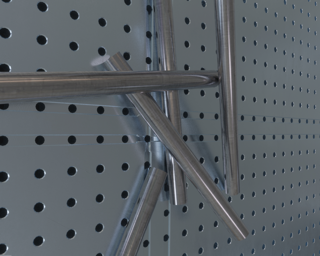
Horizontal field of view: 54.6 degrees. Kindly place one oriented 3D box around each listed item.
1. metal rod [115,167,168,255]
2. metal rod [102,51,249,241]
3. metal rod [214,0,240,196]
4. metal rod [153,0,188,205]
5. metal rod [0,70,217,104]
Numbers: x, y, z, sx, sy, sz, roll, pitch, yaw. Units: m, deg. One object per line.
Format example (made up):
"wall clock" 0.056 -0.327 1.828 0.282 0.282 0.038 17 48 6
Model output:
"metal rod" -0.055 0.189 0.362 0.025 0.025 0.300 34 69 -35
"metal rod" 0.029 0.034 0.400 0.025 0.025 0.300 -46 108 -30
"metal rod" 0.098 -0.030 0.444 0.025 0.025 0.298 -29 123 -36
"metal rod" 0.013 -0.046 0.419 0.025 0.025 0.298 -8 95 -40
"metal rod" -0.029 -0.050 0.339 0.302 0.025 0.025 -11 97 -45
